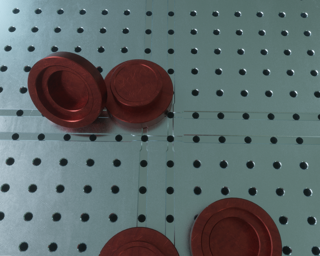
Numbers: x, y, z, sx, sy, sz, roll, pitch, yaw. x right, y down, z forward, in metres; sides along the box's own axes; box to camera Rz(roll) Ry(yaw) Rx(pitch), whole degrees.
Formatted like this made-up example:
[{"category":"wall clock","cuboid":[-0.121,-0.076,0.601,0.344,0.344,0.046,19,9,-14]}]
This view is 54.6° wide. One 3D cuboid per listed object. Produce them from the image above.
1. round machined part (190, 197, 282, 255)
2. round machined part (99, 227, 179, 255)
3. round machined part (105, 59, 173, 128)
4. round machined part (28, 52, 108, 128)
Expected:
[{"category":"round machined part","cuboid":[0.083,0.132,0.355,0.099,0.042,0.098,0,70,0]},{"category":"round machined part","cuboid":[-0.024,0.161,0.344,0.099,0.042,0.098,0,70,0]},{"category":"round machined part","cuboid":[-0.031,-0.052,0.422,0.099,0.042,0.098,0,70,0]},{"category":"round machined part","cuboid":[-0.115,-0.052,0.402,0.098,0.097,0.042,14,33,5]}]
